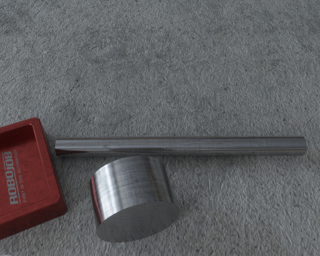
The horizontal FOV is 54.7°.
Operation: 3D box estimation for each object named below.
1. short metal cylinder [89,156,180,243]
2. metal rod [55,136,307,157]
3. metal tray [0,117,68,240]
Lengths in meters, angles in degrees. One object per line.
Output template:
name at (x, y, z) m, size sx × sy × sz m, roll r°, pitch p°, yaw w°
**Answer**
short metal cylinder at (-0.026, 0.072, 0.307) m, size 0.081 × 0.080 × 0.050 m, roll -13°, pitch 51°, yaw -10°
metal rod at (0.026, 0.023, 0.384) m, size 0.302 × 0.025 × 0.025 m, roll 0°, pitch 50°, yaw -1°
metal tray at (-0.168, 0.053, 0.353) m, size 0.091 × 0.030 × 0.130 m, roll -19°, pitch 53°, yaw -16°
